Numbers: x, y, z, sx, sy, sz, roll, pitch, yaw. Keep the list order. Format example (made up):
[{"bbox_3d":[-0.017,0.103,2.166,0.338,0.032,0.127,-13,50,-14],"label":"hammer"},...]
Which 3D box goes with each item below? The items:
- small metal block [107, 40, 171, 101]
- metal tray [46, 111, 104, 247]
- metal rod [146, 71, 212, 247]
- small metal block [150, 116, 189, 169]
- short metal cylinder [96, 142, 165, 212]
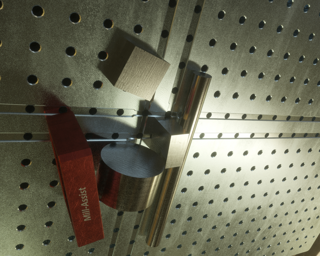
[{"bbox_3d":[-0.024,-0.066,0.359,0.050,0.025,0.050,20,108,-36],"label":"small metal block"},{"bbox_3d":[-0.096,0.058,0.353,0.030,0.090,0.129,-14,124,-21],"label":"metal tray"},{"bbox_3d":[0.021,0.062,0.462,0.025,0.025,0.298,0,119,-29],"label":"metal rod"},{"bbox_3d":[0.011,0.018,0.414,0.025,0.050,0.050,-5,121,-26],"label":"small metal block"},{"bbox_3d":[-0.039,0.059,0.392,0.081,0.080,0.050,2,117,-30],"label":"short metal cylinder"}]
